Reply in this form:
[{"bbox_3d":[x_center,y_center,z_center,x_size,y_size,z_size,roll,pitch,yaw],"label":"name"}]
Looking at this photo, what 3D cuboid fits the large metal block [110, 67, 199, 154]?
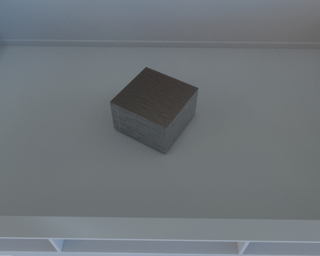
[{"bbox_3d":[-0.006,-0.025,0.406,0.080,0.050,0.080,25,54,19],"label":"large metal block"}]
